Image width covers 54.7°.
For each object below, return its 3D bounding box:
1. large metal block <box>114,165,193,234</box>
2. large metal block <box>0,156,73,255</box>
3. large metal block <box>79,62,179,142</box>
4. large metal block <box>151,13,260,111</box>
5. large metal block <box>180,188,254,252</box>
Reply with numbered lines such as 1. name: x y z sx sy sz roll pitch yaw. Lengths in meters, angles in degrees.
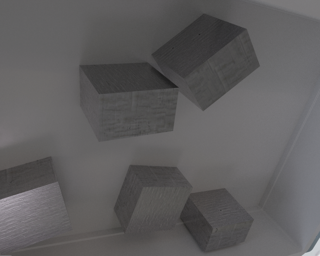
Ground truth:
1. large metal block: -0.011 0.102 0.450 0.081 0.050 0.079 7 115 -32
2. large metal block: -0.156 0.090 0.363 0.081 0.050 0.079 -16 125 -19
3. large metal block: -0.037 -0.032 0.333 0.081 0.080 0.050 -8 122 -24
4. large metal block: 0.050 -0.077 0.352 0.080 0.080 0.050 -39 129 -2
5. large metal block: 0.092 0.150 0.516 0.081 0.080 0.050 -2 119 -28
